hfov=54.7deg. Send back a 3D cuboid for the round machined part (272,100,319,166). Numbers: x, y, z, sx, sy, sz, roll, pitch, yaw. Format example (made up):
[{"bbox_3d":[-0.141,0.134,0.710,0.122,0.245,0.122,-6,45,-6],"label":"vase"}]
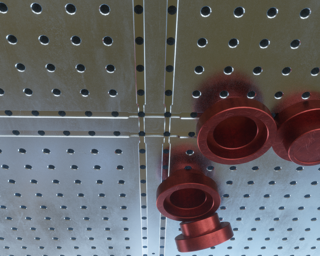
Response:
[{"bbox_3d":[0.201,0.013,0.415,0.099,0.042,0.097,-1,130,0],"label":"round machined part"}]

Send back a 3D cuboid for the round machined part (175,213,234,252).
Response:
[{"bbox_3d":[0.072,0.174,0.529,0.099,0.042,0.098,-16,169,-3],"label":"round machined part"}]

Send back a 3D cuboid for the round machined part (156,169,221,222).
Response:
[{"bbox_3d":[0.044,0.102,0.489,0.099,0.042,0.097,-1,130,0],"label":"round machined part"}]

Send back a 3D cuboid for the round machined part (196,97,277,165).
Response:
[{"bbox_3d":[0.096,0.000,0.402,0.099,0.042,0.097,-1,130,0],"label":"round machined part"}]
